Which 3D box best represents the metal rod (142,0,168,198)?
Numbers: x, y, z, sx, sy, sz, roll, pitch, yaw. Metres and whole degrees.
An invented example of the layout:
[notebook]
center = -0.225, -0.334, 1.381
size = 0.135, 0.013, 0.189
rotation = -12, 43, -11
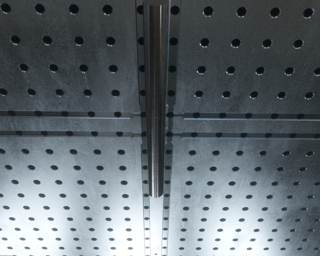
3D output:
[metal rod]
center = -0.006, -0.011, 0.402
size = 0.025, 0.025, 0.298
rotation = 0, 130, 0
